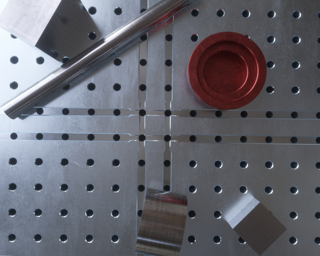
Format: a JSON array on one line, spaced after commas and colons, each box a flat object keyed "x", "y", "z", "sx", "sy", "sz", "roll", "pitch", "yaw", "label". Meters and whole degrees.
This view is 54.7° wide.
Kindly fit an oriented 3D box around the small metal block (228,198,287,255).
[{"x": 0.130, "y": 0.131, "z": 0.415, "sx": 0.050, "sy": 0.025, "sz": 0.050, "roll": -45, "pitch": 91, "yaw": 0, "label": "small metal block"}]

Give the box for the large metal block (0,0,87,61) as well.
[{"x": -0.141, "y": -0.138, "z": 0.384, "sx": 0.050, "sy": 0.080, "sz": 0.080, "roll": 30, "pitch": 90, "yaw": -1, "label": "large metal block"}]

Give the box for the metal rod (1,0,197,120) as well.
[{"x": -0.075, "y": -0.104, "z": 0.412, "sx": 0.301, "sy": 0.025, "sz": 0.025, "roll": -33, "pitch": 90, "yaw": -1, "label": "metal rod"}]

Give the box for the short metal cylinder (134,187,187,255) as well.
[{"x": 0.001, "y": 0.118, "z": 0.386, "sx": 0.050, "sy": 0.080, "sz": 0.080, "roll": 11, "pitch": 90, "yaw": 0, "label": "short metal cylinder"}]

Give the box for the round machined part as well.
[{"x": 0.084, "y": -0.072, "z": 0.406, "sx": 0.099, "sy": 0.042, "sz": 0.097, "roll": 0, "pitch": 90, "yaw": -1, "label": "round machined part"}]
